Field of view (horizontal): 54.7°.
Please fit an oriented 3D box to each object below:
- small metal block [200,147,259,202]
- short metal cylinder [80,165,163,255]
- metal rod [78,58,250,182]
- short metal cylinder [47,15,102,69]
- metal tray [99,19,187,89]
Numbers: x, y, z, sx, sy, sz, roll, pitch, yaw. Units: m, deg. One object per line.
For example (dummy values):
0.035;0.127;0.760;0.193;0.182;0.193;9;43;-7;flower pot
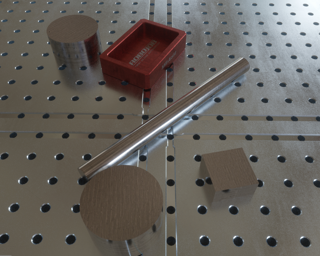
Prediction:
0.079;0.054;0.363;0.050;0.025;0.050;-9;51;-8;small metal block
-0.037;0.085;0.319;0.081;0.050;0.080;0;50;0;short metal cylinder
0.022;-0.022;0.425;0.302;0.025;0.025;-35;59;-26;metal rod
-0.139;-0.143;0.510;0.081;0.050;0.080;0;50;0;short metal cylinder
-0.025;-0.126;0.509;0.090;0.030;0.130;24;54;18;metal tray
